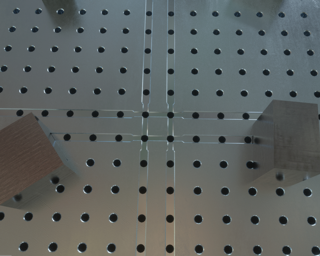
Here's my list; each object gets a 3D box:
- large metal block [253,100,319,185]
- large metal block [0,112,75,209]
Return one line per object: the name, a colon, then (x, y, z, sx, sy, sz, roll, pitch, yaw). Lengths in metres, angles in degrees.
large metal block: (0.149, 0.021, 0.376, 0.050, 0.080, 0.080, 6, 70, 2)
large metal block: (-0.166, 0.041, 0.383, 0.080, 0.050, 0.080, -34, 74, -11)
